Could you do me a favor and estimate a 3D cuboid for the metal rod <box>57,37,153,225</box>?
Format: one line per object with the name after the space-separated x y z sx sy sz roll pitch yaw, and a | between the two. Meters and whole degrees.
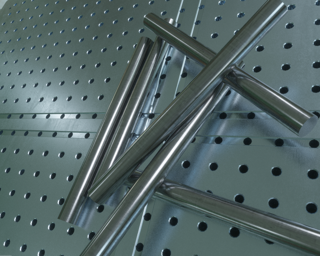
-0.071 -0.010 0.452 0.025 0.025 0.300 7 65 31 | metal rod

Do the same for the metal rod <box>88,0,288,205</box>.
0.025 -0.024 0.353 0.299 0.025 0.025 -46 51 8 | metal rod

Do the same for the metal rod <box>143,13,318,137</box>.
0.063 -0.085 0.390 0.025 0.025 0.300 -42 50 -1 | metal rod

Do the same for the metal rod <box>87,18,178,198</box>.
-0.033 -0.039 0.450 0.025 0.025 0.300 7 65 31 | metal rod

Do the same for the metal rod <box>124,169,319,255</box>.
0.080 0.088 0.312 0.300 0.025 0.025 13 68 33 | metal rod

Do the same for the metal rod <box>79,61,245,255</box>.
0.014 0.026 0.359 0.025 0.025 0.301 23 66 36 | metal rod
